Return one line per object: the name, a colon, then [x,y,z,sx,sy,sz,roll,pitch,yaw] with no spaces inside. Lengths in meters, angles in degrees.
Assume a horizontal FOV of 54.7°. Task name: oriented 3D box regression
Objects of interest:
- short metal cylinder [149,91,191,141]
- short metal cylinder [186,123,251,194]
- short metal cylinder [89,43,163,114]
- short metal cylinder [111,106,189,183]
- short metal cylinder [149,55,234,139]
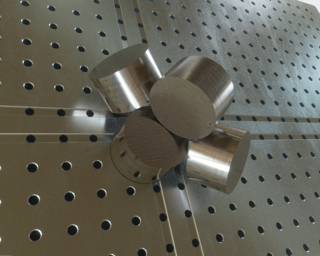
short metal cylinder: [0.030,-0.026,0.425,0.081,0.050,0.080,14,56,-21]
short metal cylinder: [0.074,0.035,0.384,0.050,0.079,0.080,18,45,27]
short metal cylinder: [-0.039,-0.062,0.382,0.080,0.080,0.050,-55,129,-39]
short metal cylinder: [-0.013,0.020,0.373,0.081,0.050,0.080,14,56,-21]
short metal cylinder: [0.036,-0.034,0.348,0.080,0.080,0.050,41,51,0]
